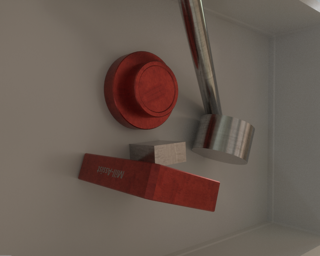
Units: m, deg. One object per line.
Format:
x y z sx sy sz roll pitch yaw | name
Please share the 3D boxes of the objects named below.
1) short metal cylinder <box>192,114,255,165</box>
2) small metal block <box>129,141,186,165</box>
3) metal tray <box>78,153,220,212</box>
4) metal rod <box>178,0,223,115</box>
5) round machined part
0.092 0.018 0.451 0.080 0.080 0.050 26 74 -37 | short metal cylinder
-0.003 0.031 0.390 0.050 0.050 0.025 -5 93 -40 | small metal block
-0.015 0.055 0.327 0.091 0.130 0.030 21 77 -38 | metal tray
0.047 -0.100 0.368 0.025 0.025 0.299 -58 148 -24 | metal rod
-0.016 -0.046 0.384 0.099 0.042 0.097 0 90 -40 | round machined part
